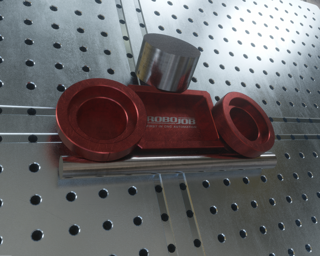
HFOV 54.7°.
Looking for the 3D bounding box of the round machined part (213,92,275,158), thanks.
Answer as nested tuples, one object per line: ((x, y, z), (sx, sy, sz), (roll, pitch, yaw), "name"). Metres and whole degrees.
((0.115, -0.001, 0.448), (0.099, 0.042, 0.098), (20, 50, -25), "round machined part")

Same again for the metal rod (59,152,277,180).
((0.031, 0.045, 0.392), (0.303, 0.025, 0.025), (2, 61, -28), "metal rod")

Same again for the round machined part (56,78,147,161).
((-0.067, -0.006, 0.354), (0.099, 0.042, 0.098), (9, 57, -14), "round machined part")

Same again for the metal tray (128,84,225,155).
((0.017, -0.009, 0.414), (0.131, 0.030, 0.090), (1, 62, -28), "metal tray")

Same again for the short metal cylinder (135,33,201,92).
((0.010, -0.092, 0.430), (0.081, 0.050, 0.080), (14, 31, -8), "short metal cylinder")
